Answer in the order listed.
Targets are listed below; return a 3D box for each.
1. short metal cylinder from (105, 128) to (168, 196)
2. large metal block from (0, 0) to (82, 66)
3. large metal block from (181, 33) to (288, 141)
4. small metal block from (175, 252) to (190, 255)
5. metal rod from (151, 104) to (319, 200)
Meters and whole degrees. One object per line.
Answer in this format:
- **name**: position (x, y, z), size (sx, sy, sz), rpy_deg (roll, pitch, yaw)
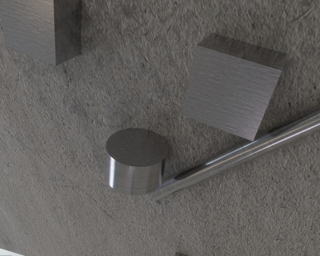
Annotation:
- **short metal cylinder**: position (-0.032, 0.043, 0.415), size (0.080, 0.080, 0.050), rpy_deg (20, 126, 16)
- **large metal block**: position (-0.147, -0.134, 0.385), size (0.080, 0.050, 0.079), rpy_deg (22, 127, 15)
- **large metal block**: position (0.075, -0.044, 0.324), size (0.080, 0.050, 0.079), rpy_deg (21, 126, 15)
- **small metal block**: position (0.032, 0.252, 0.530), size (0.025, 0.050, 0.050), rpy_deg (7, 122, 24)
- **metal rod**: position (0.094, 0.033, 0.377), size (0.299, 0.025, 0.025), rpy_deg (-33, 100, 38)
